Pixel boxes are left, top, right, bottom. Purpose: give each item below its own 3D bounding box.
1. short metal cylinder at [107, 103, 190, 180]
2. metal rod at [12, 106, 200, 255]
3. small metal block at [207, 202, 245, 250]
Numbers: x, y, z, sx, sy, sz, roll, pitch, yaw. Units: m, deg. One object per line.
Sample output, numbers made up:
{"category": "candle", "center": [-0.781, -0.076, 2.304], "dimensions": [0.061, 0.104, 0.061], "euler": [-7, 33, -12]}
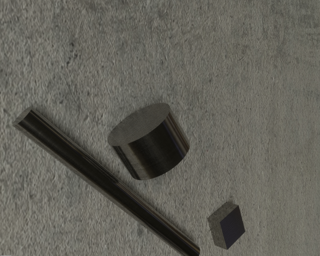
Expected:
{"category": "short metal cylinder", "center": [-0.013, 0.014, 0.358], "dimensions": [0.080, 0.080, 0.050], "euler": [-45, 117, -30]}
{"category": "metal rod", "center": [-0.042, 0.084, 0.369], "dimensions": [0.300, 0.025, 0.025], "euler": [47, 62, -30]}
{"category": "small metal block", "center": [0.106, 0.155, 0.494], "dimensions": [0.050, 0.025, 0.050], "euler": [-27, 107, -37]}
